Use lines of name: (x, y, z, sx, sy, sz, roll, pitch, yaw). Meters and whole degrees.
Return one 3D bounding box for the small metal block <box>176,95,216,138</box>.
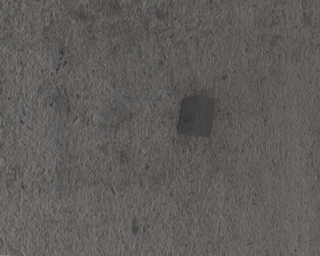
small metal block: (0.047, -0.015, 0.413, 0.025, 0.050, 0.050, 11, 86, -20)
